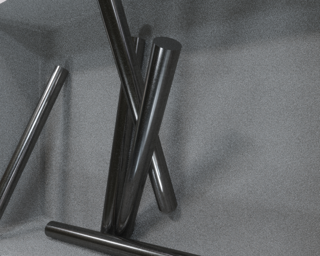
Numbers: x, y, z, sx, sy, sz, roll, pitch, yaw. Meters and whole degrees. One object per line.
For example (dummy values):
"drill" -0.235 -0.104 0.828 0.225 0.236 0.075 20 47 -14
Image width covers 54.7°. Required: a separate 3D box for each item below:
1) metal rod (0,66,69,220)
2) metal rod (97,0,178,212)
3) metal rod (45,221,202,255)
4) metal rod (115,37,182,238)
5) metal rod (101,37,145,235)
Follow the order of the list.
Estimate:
"metal rod" -0.224 0.032 0.514 0.025 0.025 0.299 9 72 39
"metal rod" -0.027 -0.037 0.356 0.025 0.025 0.298 -1 112 40
"metal rod" -0.047 0.162 0.418 0.300 0.025 0.025 0 90 32
"metal rod" -0.023 0.040 0.357 0.025 0.025 0.298 44 137 31
"metal rod" -0.056 0.021 0.450 0.025 0.025 0.298 15 99 38
